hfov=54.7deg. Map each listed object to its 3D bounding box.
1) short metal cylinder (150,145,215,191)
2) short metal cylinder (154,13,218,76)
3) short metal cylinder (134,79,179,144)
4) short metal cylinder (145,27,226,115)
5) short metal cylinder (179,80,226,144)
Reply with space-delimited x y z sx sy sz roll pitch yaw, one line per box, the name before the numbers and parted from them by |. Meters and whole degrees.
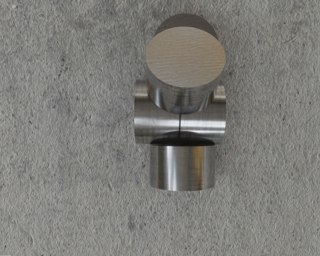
short metal cylinder | 0.027 0.045 0.384 0.081 0.080 0.050 0 90 -1
short metal cylinder | 0.031 -0.099 0.400 0.081 0.050 0.079 0 90 -1
short metal cylinder | -0.004 -0.020 0.384 0.050 0.080 0.079 1 90 -1
short metal cylinder | 0.025 -0.061 0.333 0.081 0.050 0.080 1 61 -1
short metal cylinder | 0.049 -0.019 0.384 0.050 0.080 0.079 0 90 0
